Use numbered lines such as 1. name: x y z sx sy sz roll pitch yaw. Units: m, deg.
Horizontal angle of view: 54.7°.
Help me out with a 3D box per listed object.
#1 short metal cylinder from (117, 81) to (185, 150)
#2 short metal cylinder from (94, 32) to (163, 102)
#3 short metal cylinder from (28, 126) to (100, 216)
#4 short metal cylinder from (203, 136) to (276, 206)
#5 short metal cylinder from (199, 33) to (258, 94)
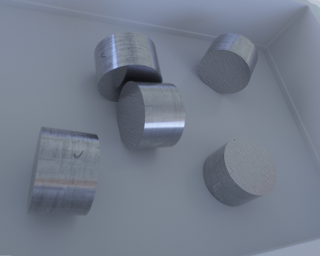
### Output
1. short metal cylinder: -0.013 -0.015 0.372 0.050 0.080 0.080 -2 63 -29
2. short metal cylinder: -0.041 -0.075 0.394 0.081 0.080 0.050 3 61 -27
3. short metal cylinder: -0.093 0.041 0.295 0.050 0.080 0.080 10 58 -23
4. short metal cylinder: 0.105 0.058 0.410 0.081 0.050 0.080 14 56 -21
5. short metal cylinder: 0.108 -0.101 0.490 0.080 0.080 0.050 35 51 -5
